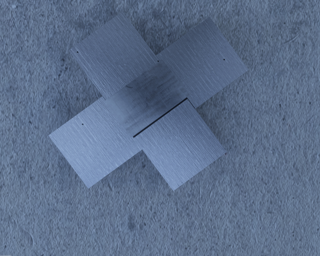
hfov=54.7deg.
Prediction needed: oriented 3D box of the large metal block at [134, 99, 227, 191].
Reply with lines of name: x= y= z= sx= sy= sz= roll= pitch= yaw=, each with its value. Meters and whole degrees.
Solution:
large metal block: x=0.025 y=0.020 z=0.398 sx=0.080 sy=0.050 sz=0.080 roll=-36 pitch=90 yaw=0

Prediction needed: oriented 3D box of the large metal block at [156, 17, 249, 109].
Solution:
large metal block: x=0.051 y=-0.079 z=0.398 sx=0.080 sy=0.050 sz=0.080 roll=-36 pitch=90 yaw=0

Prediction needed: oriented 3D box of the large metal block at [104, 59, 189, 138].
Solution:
large metal block: x=-0.015 y=-0.033 z=0.383 sx=0.080 sy=0.080 sz=0.050 roll=-36 pitch=90 yaw=0

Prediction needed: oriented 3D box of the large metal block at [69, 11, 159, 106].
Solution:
large metal block: x=-0.054 y=-0.085 z=0.397 sx=0.080 sy=0.050 sz=0.080 roll=-36 pitch=90 yaw=0

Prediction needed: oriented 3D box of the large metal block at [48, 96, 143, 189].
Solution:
large metal block: x=-0.078 y=0.017 z=0.397 sx=0.080 sy=0.050 sz=0.080 roll=-36 pitch=90 yaw=0
